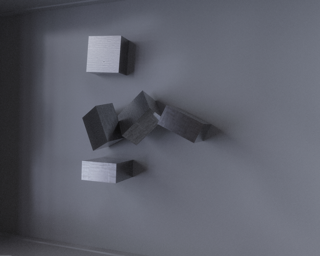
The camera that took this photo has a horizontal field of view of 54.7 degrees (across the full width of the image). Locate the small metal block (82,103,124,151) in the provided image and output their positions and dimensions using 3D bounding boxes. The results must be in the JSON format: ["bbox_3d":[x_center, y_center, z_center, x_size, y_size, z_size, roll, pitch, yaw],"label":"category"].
[{"bbox_3d":[-0.079,-0.001,0.424,0.050,0.025,0.050,-28,79,52],"label":"small metal block"}]

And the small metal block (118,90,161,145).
[{"bbox_3d":[-0.027,-0.014,0.404,0.050,0.025,0.050,-44,32,14],"label":"small metal block"}]

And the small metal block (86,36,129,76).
[{"bbox_3d":[-0.073,-0.101,0.435,0.050,0.025,0.050,5,92,19],"label":"small metal block"}]

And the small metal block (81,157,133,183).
[{"bbox_3d":[-0.070,0.056,0.421,0.050,0.050,0.025,2,91,19],"label":"small metal block"}]

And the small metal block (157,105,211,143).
[{"bbox_3d":[0.032,-0.005,0.385,0.050,0.050,0.025,28,99,17],"label":"small metal block"}]
